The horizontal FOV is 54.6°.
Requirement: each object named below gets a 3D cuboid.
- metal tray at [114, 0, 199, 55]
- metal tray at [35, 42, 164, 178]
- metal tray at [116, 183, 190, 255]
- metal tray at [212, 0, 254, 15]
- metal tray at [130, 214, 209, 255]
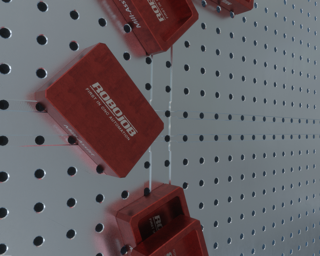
[{"bbox_3d":[-0.012,-0.171,0.393,0.090,0.030,0.130,-50,120,-28],"label":"metal tray"},{"bbox_3d":[-0.061,-0.018,0.354,0.090,0.030,0.130,-52,120,-27],"label":"metal tray"},{"bbox_3d":[0.003,0.151,0.407,0.091,0.030,0.129,-24,105,-37],"label":"metal tray"},{"bbox_3d":[0.099,-0.246,0.486,0.131,0.030,0.090,9,85,-40],"label":"metal tray"},{"bbox_3d":[0.023,0.187,0.384,0.091,0.030,0.129,-25,106,-37],"label":"metal tray"}]
